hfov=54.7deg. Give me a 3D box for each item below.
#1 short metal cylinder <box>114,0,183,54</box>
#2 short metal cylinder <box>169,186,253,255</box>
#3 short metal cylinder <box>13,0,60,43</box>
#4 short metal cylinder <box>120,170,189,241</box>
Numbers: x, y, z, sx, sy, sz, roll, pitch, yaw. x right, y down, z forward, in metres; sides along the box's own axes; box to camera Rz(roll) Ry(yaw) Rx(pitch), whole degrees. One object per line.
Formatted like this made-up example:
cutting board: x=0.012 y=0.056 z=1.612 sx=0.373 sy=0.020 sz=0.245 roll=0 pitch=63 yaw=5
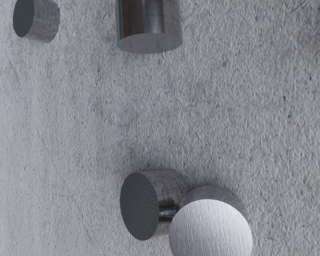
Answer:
short metal cylinder: x=-0.014 y=-0.127 z=0.381 sx=0.080 sy=0.081 sz=0.050 roll=-6 pitch=87 yaw=40
short metal cylinder: x=0.053 y=0.106 z=0.324 sx=0.080 sy=0.050 sz=0.079 roll=1 pitch=95 yaw=11
short metal cylinder: x=-0.232 y=-0.205 z=0.581 sx=0.080 sy=0.050 sz=0.080 roll=0 pitch=90 yaw=40
short metal cylinder: x=-0.007 y=0.093 z=0.386 sx=0.080 sy=0.050 sz=0.080 roll=-2 pitch=88 yaw=50
